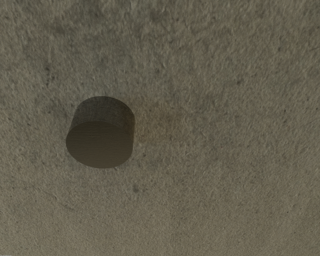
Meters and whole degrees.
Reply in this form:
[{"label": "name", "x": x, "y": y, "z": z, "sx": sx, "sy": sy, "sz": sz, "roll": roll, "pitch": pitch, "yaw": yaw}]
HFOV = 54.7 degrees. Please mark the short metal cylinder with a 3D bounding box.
[{"label": "short metal cylinder", "x": -0.073, "y": 0.006, "z": 0.395, "sx": 0.081, "sy": 0.050, "sz": 0.079, "roll": 0, "pitch": 130, "yaw": 0}]
